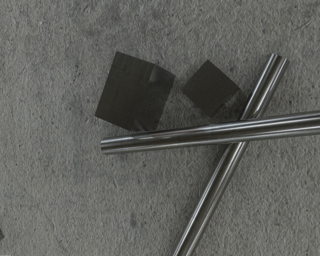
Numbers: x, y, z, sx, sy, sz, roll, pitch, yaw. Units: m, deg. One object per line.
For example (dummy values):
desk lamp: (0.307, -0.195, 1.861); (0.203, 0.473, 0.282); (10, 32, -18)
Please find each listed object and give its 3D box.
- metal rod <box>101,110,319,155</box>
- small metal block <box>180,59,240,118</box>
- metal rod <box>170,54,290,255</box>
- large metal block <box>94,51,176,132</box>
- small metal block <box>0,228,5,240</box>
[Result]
metal rod: (0.057, 0.008, 0.366); (0.300, 0.025, 0.025); (-8, 88, 27)
small metal block: (0.063, -0.048, 0.386); (0.050, 0.025, 0.050); (46, 104, 14)
metal rod: (0.078, 0.053, 0.381); (0.025, 0.025, 0.298); (27, 99, 17)
large metal block: (-0.028, -0.042, 0.389); (0.050, 0.080, 0.080); (22, 97, 18)
small metal block: (-0.293, 0.173, 0.510); (0.050, 0.025, 0.050); (-34, 79, 16)
